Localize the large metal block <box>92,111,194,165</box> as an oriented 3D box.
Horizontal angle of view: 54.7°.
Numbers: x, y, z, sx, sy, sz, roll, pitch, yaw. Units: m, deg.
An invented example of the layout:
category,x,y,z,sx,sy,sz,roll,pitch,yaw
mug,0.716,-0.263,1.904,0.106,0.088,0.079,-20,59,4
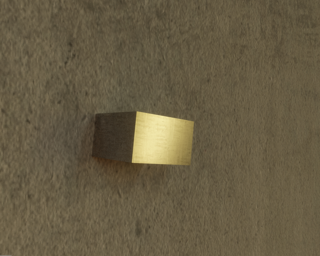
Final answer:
category,x,y,z,sx,sy,sz,roll,pitch,yaw
large metal block,-0.020,0.013,0.354,0.081,0.080,0.050,8,85,-40
